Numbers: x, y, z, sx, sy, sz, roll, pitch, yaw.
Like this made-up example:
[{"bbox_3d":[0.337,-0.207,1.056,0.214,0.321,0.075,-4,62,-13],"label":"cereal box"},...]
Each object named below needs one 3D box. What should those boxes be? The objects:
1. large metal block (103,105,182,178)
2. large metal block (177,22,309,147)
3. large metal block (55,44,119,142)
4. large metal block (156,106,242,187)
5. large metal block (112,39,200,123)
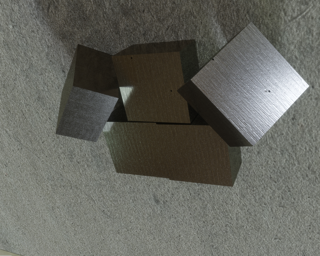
[{"bbox_3d":[-0.022,0.016,0.411,0.080,0.050,0.079,1,119,27],"label":"large metal block"},{"bbox_3d":[0.077,-0.038,0.300,0.080,0.080,0.050,46,169,-4],"label":"large metal block"},{"bbox_3d":[-0.090,-0.042,0.384,0.050,0.080,0.079,14,133,-23],"label":"large metal block"},{"bbox_3d":[0.050,0.020,0.375,0.080,0.050,0.079,1,119,27],"label":"large metal block"},{"bbox_3d":[0.001,-0.054,0.358,0.080,0.050,0.079,3,120,26],"label":"large metal block"}]
